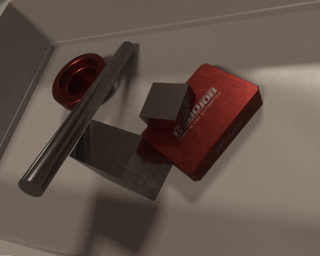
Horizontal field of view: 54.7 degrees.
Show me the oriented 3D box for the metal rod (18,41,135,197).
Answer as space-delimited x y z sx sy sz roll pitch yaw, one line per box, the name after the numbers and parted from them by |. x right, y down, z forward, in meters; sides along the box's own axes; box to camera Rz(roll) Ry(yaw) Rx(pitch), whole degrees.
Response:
-0.088 -0.038 0.404 0.025 0.025 0.301 -8 36 23 | metal rod

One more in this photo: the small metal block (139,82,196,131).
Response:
0.010 -0.027 0.377 0.050 0.025 0.050 7 65 31 | small metal block

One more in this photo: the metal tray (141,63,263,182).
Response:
0.050 -0.011 0.382 0.090 0.030 0.130 35 81 38 | metal tray

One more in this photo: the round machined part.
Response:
-0.120 -0.069 0.498 0.098 0.042 0.098 -13 56 20 | round machined part

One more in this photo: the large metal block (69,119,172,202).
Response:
-0.044 0.039 0.368 0.080 0.080 0.050 16 71 34 | large metal block
